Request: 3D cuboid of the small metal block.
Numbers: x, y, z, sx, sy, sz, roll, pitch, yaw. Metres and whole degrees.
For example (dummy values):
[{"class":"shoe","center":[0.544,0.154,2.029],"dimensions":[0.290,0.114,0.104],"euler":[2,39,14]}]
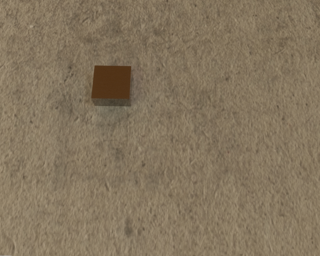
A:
[{"class":"small metal block","center":[-0.065,-0.058,0.429],"dimensions":[0.050,0.025,0.050],"euler":[1,70,0]}]
